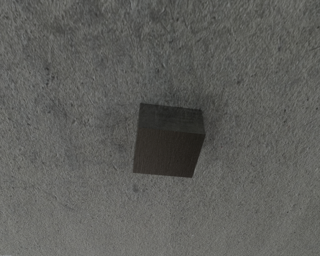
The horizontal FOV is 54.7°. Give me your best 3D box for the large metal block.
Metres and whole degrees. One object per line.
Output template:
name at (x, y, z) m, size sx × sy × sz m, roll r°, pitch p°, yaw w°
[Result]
large metal block at (0.009, 0.017, 0.407) m, size 0.081 × 0.050 × 0.079 m, roll 6°, pitch 130°, yaw -6°
